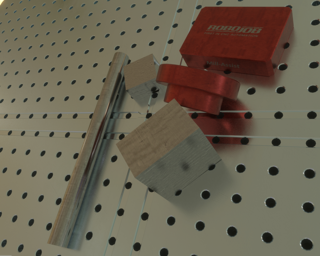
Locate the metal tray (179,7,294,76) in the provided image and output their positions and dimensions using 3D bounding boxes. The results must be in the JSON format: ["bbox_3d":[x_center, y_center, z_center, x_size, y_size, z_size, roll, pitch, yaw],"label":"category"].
[{"bbox_3d":[0.103,-0.123,0.426,0.130,0.030,0.090,15,69,33],"label":"metal tray"}]

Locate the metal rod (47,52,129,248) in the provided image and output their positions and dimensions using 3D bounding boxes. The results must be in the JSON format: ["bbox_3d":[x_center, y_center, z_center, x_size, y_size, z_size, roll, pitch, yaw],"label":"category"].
[{"bbox_3d":[-0.095,0.014,0.447,0.025,0.025,0.300,-1,61,27],"label":"metal rod"}]

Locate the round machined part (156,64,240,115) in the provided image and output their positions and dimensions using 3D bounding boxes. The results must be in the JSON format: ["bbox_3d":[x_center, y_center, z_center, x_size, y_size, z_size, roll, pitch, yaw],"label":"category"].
[{"bbox_3d":[0.042,-0.043,0.371,0.098,0.099,0.042,17,95,34],"label":"round machined part"}]

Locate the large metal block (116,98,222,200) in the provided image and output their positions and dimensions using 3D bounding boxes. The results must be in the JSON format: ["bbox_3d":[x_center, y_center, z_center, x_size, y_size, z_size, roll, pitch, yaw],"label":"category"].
[{"bbox_3d":[0.012,0.027,0.349,0.080,0.080,0.050,-38,52,3],"label":"large metal block"}]

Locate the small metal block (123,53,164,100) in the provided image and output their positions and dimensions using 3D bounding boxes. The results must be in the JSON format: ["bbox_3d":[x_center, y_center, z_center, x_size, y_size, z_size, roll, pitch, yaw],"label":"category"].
[{"bbox_3d":[-0.025,-0.078,0.468,0.050,0.025,0.050,-21,54,15],"label":"small metal block"}]
